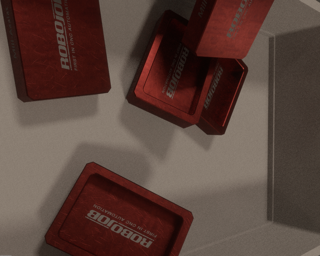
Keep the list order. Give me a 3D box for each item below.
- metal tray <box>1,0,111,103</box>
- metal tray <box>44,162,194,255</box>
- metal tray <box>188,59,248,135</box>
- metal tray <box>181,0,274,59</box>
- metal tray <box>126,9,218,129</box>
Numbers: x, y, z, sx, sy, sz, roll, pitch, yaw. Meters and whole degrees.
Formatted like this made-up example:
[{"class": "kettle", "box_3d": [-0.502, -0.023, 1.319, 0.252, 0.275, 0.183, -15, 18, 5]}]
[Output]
[{"class": "metal tray", "box_3d": [-0.104, -0.096, 0.317, 0.091, 0.030, 0.129, -12, 98, -40]}, {"class": "metal tray", "box_3d": [-0.040, 0.105, 0.331, 0.131, 0.030, 0.090, 28, 69, -6]}, {"class": "metal tray", "box_3d": [0.083, -0.065, 0.474, 0.090, 0.030, 0.130, 38, 67, -34]}, {"class": "metal tray", "box_3d": [0.088, -0.146, 0.356, 0.091, 0.030, 0.129, -6, 132, -36]}, {"class": "metal tray", "box_3d": [0.022, -0.076, 0.401, 0.090, 0.030, 0.130, 25, 71, -17]}]
